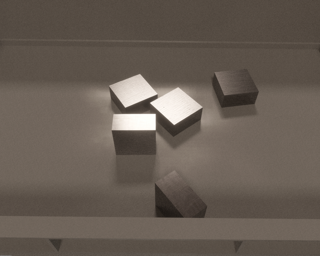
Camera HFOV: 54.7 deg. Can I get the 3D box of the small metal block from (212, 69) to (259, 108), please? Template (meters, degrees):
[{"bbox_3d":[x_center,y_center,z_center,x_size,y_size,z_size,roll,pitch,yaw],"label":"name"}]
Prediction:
[{"bbox_3d":[0.110,-0.059,0.456,0.050,0.025,0.050,-7,50,-6],"label":"small metal block"}]

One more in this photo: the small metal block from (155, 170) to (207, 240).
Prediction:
[{"bbox_3d":[0.020,0.080,0.322,0.025,0.050,0.050,-30,56,-23],"label":"small metal block"}]

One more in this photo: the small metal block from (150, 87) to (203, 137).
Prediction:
[{"bbox_3d":[0.022,-0.023,0.425,0.050,0.025,0.050,-31,57,-24],"label":"small metal block"}]

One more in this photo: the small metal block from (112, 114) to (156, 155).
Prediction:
[{"bbox_3d":[-0.030,0.009,0.381,0.050,0.050,0.025,0,50,-1],"label":"small metal block"}]

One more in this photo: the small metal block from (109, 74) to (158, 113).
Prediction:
[{"bbox_3d":[-0.038,-0.045,0.443,0.050,0.025,0.050,-25,55,-20],"label":"small metal block"}]
